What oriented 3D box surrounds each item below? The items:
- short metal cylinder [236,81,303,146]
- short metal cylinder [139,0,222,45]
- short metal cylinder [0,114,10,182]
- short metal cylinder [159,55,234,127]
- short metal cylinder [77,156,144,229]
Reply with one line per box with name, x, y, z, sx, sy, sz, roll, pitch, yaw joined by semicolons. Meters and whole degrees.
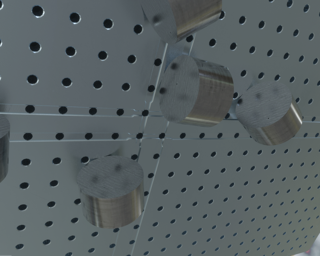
short metal cylinder;0.158;-0.021;0.452;0.080;0.080;0.050;-45;130;3
short metal cylinder;0.016;-0.130;0.305;0.050;0.080;0.080;-31;129;-9
short metal cylinder;-0.185;0.019;0.287;0.081;0.080;0.050;0;118;-29
short metal cylinder;0.042;-0.043;0.374;0.050;0.080;0.079;7;115;-32
short metal cylinder;-0.060;0.079;0.393;0.081;0.080;0.050;-13;124;-21
